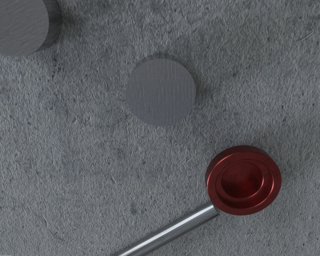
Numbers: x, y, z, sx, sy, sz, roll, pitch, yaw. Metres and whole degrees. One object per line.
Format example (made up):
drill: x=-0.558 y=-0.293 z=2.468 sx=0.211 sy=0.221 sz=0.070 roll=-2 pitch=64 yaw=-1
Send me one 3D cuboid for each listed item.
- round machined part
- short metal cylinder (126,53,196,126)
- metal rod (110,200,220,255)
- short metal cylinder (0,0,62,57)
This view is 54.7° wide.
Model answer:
round machined part: x=0.111 y=0.068 z=0.427 sx=0.099 sy=0.042 sz=0.097 roll=0 pitch=110 yaw=-1
short metal cylinder: x=0.001 y=-0.048 z=0.379 sx=0.081 sy=0.050 sz=0.079 roll=0 pitch=110 yaw=-1
metal rod: x=-0.043 y=0.195 z=0.481 sx=0.300 sy=0.025 sz=0.025 roll=-32 pitch=107 yaw=10
short metal cylinder: x=-0.158 y=-0.124 z=0.348 sx=0.081 sy=0.050 sz=0.079 roll=0 pitch=110 yaw=-1
